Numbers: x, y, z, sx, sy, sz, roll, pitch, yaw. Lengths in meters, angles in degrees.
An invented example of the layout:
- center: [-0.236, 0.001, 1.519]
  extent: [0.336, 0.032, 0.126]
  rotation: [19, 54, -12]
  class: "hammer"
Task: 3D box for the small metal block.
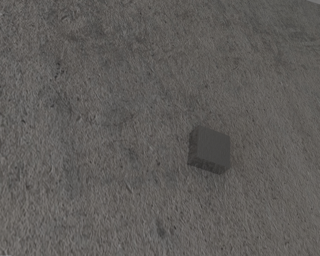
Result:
- center: [0.067, 0.030, 0.421]
  extent: [0.050, 0.025, 0.050]
  rotation: [20, 54, -17]
  class: "small metal block"
